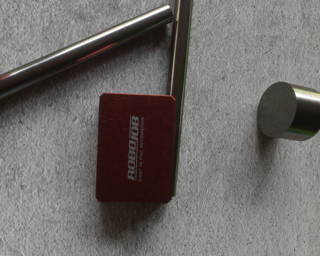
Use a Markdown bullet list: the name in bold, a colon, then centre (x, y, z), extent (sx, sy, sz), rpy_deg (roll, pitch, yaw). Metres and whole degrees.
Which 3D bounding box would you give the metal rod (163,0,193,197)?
- **metal rod**: centre (0.022, -0.059, 0.417), extent (0.025, 0.025, 0.298), rpy_deg (6, 88, -20)

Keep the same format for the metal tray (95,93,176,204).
- **metal tray**: centre (-0.029, 0.024, 0.382), extent (0.091, 0.030, 0.129), rpy_deg (2, 89, -3)

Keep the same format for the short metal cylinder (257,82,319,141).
- **short metal cylinder**: centre (0.188, -0.023, 0.449), extent (0.050, 0.080, 0.080), rpy_deg (8, 87, -20)

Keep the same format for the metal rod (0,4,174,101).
- **metal rod**: centre (-0.114, -0.081, 0.366), extent (0.302, 0.025, 0.025), rpy_deg (-30, 100, -18)
